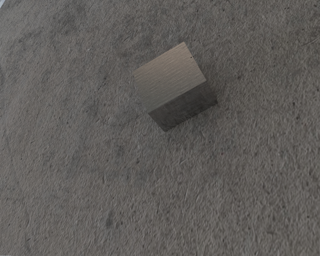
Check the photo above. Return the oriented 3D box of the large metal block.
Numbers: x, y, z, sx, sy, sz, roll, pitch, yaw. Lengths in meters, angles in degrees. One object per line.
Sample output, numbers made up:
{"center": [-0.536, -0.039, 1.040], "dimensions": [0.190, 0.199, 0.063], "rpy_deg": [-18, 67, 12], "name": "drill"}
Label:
{"center": [0.019, -0.055, 0.412], "dimensions": [0.080, 0.050, 0.080], "rpy_deg": [-29, 52, 10], "name": "large metal block"}
